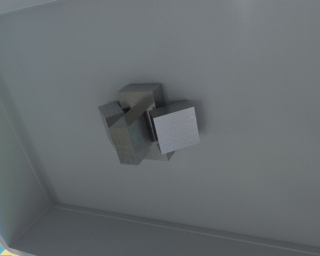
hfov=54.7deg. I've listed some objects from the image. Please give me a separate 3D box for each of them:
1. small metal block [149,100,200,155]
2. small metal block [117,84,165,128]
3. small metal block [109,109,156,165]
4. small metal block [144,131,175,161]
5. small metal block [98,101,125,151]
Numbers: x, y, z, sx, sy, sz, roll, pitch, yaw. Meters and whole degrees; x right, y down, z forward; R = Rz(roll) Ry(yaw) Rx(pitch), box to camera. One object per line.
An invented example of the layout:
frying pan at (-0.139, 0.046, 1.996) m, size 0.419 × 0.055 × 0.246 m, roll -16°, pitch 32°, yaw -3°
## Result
small metal block at (0.018, -0.001, 0.381) m, size 0.050 × 0.025 × 0.050 m, roll -17°, pitch 117°, yaw -8°
small metal block at (-0.022, -0.028, 0.399) m, size 0.050 × 0.025 × 0.050 m, roll 2°, pitch 120°, yaw 26°
small metal block at (-0.032, 0.010, 0.380) m, size 0.025 × 0.050 × 0.050 m, roll 0°, pitch 119°, yaw 27°
small metal block at (-0.011, 0.016, 0.421) m, size 0.050 × 0.025 × 0.050 m, roll 3°, pitch 120°, yaw 27°
small metal block at (-0.060, -0.003, 0.419) m, size 0.050 × 0.025 × 0.050 m, roll -137°, pitch 29°, yaw -60°
